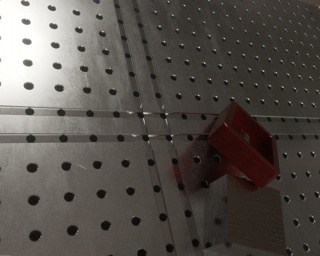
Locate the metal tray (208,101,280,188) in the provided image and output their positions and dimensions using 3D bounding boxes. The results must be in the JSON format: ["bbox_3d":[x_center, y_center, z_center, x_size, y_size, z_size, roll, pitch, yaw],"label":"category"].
[{"bbox_3d":[0.118,0.016,0.426,0.090,0.030,0.131,43,25,1],"label":"metal tray"}]

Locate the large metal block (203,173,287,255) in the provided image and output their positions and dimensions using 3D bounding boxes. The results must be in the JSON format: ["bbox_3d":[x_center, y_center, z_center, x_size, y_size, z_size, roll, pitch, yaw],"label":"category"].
[{"bbox_3d":[0.102,0.112,0.381,0.081,0.050,0.080,20,54,-17],"label":"large metal block"}]
